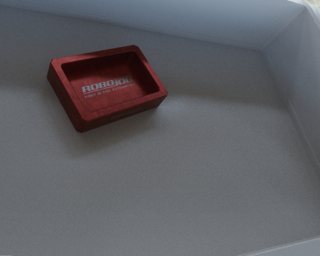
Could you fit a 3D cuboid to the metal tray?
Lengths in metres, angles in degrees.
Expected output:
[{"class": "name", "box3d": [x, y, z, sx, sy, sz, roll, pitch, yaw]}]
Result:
[{"class": "metal tray", "box3d": [-0.065, -0.056, 0.402, 0.131, 0.030, 0.090, -22, 74, -36]}]
